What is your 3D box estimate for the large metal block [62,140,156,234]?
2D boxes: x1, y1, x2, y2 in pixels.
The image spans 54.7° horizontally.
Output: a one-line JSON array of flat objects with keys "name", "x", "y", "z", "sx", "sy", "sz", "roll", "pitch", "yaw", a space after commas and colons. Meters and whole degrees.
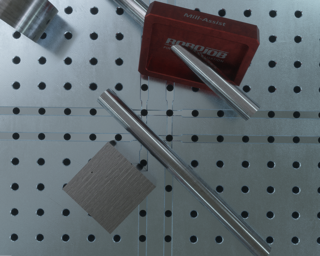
[{"name": "large metal block", "x": -0.062, "y": 0.072, "z": 0.400, "sx": 0.080, "sy": 0.050, "sz": 0.080, "roll": 44, "pitch": 90, "yaw": 0}]

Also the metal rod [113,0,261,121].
[{"name": "metal rod", "x": 0.007, "y": -0.120, "z": 0.396, "sx": 0.300, "sy": 0.025, "sz": 0.025, "roll": 44, "pitch": 90, "yaw": 6}]

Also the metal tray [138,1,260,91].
[{"name": "metal tray", "x": 0.043, "y": -0.094, "z": 0.381, "sx": 0.131, "sy": 0.089, "sz": 0.030, "roll": 13, "pitch": 51, "yaw": 0}]

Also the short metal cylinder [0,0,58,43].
[{"name": "short metal cylinder", "x": -0.176, "y": -0.151, "z": 0.384, "sx": 0.080, "sy": 0.080, "sz": 0.050, "roll": 35, "pitch": 90, "yaw": 0}]

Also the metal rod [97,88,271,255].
[{"name": "metal rod", "x": 0.032, "y": 0.061, "z": 0.413, "sx": 0.300, "sy": 0.025, "sz": 0.025, "roll": 45, "pitch": 90, "yaw": 0}]
